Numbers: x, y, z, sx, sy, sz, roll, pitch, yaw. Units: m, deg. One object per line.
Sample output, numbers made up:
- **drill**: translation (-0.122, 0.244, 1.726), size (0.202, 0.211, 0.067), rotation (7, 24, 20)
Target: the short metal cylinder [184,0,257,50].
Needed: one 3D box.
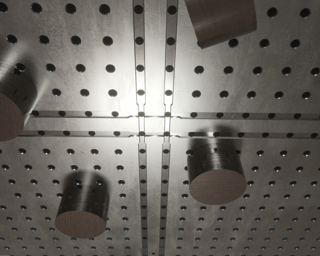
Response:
- **short metal cylinder**: translation (0.049, -0.117, 0.277), size (0.050, 0.080, 0.080), rotation (-17, 128, 13)

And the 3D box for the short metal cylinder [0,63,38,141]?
- **short metal cylinder**: translation (-0.194, -0.030, 0.367), size (0.081, 0.050, 0.079), rotation (0, 130, 0)

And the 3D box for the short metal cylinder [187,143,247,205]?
- **short metal cylinder**: translation (0.081, 0.068, 0.455), size (0.081, 0.050, 0.079), rotation (0, 131, 0)

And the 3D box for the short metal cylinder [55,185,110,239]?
- **short metal cylinder**: translation (-0.126, 0.139, 0.512), size (0.081, 0.050, 0.079), rotation (0, 130, 0)
